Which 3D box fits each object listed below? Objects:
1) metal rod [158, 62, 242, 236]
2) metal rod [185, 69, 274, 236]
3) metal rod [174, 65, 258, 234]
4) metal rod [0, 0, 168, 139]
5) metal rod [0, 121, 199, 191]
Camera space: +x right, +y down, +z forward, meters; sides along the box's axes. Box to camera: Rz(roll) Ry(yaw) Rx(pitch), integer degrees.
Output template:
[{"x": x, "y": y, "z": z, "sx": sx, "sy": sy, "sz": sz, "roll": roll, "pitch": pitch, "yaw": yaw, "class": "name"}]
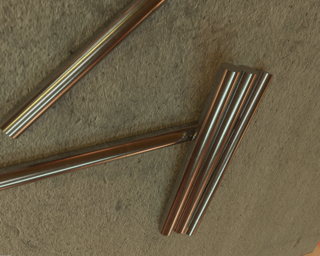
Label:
[{"x": 0.045, "y": 0.050, "z": 0.435, "sx": 0.025, "sy": 0.025, "sz": 0.298, "roll": -3, "pitch": 128, "yaw": -27, "class": "metal rod"}, {"x": 0.100, "y": 0.051, "z": 0.492, "sx": 0.025, "sy": 0.025, "sz": 0.298, "roll": 7, "pitch": 115, "yaw": -32, "class": "metal rod"}, {"x": 0.068, "y": 0.050, "z": 0.449, "sx": 0.025, "sy": 0.025, "sz": 0.298, "roll": -2, "pitch": 127, "yaw": -27, "class": "metal rod"}, {"x": -0.046, "y": -0.099, "z": 0.319, "sx": 0.300, "sy": 0.025, "sz": 0.025, "roll": -42, "pitch": 129, "yaw": 1, "class": "metal rod"}, {"x": -0.052, "y": 0.028, "z": 0.395, "sx": 0.302, "sy": 0.025, "sz": 0.025, "roll": -13, "pitch": 124, "yaw": -21, "class": "metal rod"}]
